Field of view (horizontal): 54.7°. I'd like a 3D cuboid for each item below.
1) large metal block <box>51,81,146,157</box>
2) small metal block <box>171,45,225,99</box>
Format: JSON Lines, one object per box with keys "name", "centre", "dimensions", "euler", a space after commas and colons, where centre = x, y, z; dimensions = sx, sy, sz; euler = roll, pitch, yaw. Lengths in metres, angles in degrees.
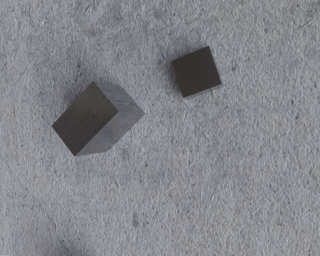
{"name": "large metal block", "centre": [-0.077, -0.011, 0.407], "dimensions": [0.080, 0.080, 0.050], "euler": [-44, 77, 15]}
{"name": "small metal block", "centre": [0.048, -0.069, 0.392], "dimensions": [0.050, 0.025, 0.050], "euler": [-19, 84, 19]}
